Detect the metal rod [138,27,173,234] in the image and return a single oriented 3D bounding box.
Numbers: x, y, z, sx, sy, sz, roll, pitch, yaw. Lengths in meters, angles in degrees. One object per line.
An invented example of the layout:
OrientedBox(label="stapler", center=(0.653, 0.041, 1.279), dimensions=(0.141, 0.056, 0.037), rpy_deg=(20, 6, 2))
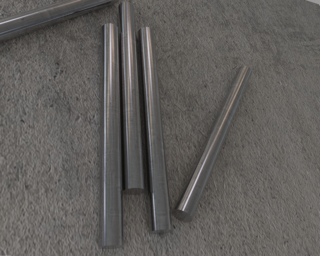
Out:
OrientedBox(label="metal rod", center=(-0.010, -0.018, 0.408), dimensions=(0.025, 0.025, 0.299), rpy_deg=(9, 58, -24))

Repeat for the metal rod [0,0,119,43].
OrientedBox(label="metal rod", center=(-0.165, -0.138, 0.398), dimensions=(0.025, 0.025, 0.302), rpy_deg=(47, 51, 5))

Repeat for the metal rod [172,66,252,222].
OrientedBox(label="metal rod", center=(0.087, 0.001, 0.449), dimensions=(0.025, 0.025, 0.301), rpy_deg=(36, 51, -5))

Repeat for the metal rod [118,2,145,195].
OrientedBox(label="metal rod", center=(-0.041, -0.059, 0.417), dimensions=(0.025, 0.025, 0.299), rpy_deg=(9, 58, -24))

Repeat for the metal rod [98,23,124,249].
OrientedBox(label="metal rod", center=(-0.061, -0.013, 0.378), dimensions=(0.025, 0.025, 0.299), rpy_deg=(9, 58, -24))
